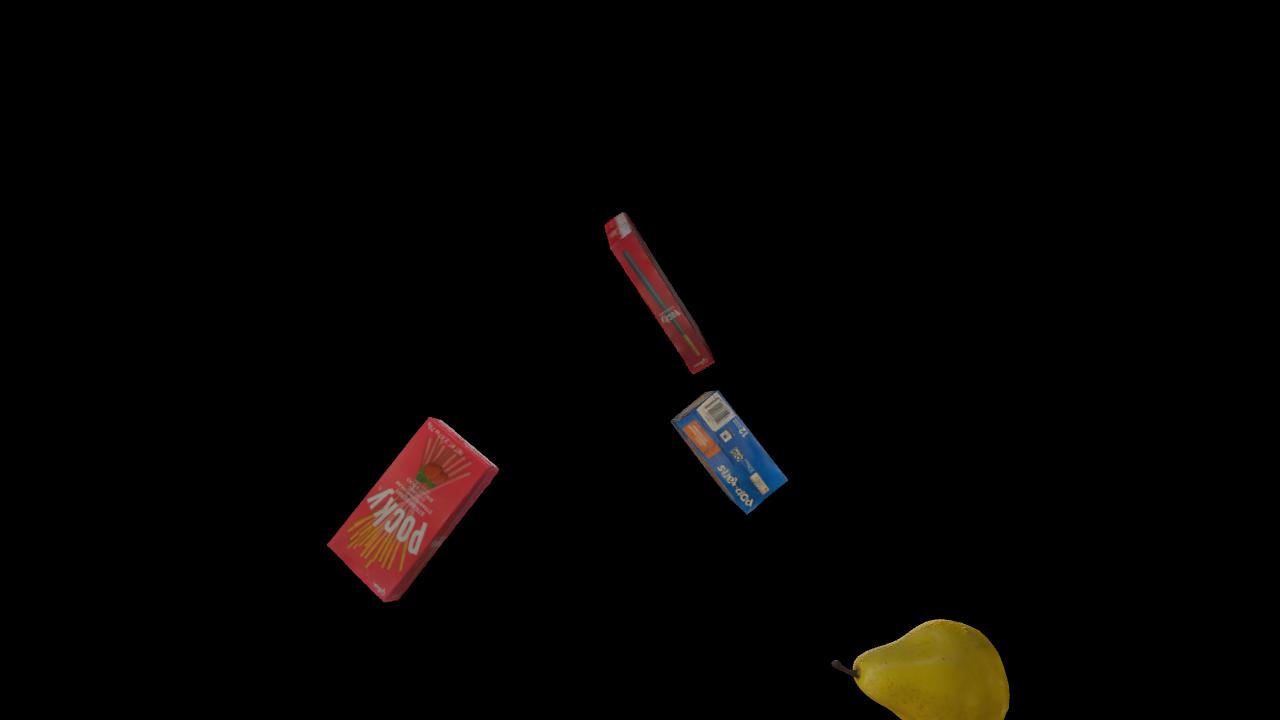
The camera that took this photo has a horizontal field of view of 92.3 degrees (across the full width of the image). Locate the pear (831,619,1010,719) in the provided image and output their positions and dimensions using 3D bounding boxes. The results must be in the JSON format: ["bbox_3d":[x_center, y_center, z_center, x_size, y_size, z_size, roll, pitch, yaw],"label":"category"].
[{"bbox_3d":[0.181,0.215,0.410,0.111,0.080,0.080,-2,0,-1],"label":"pear"}]

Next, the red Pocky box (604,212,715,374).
[{"bbox_3d":[0.019,-0.064,0.595,0.028,0.155,0.083,-31,25,8],"label":"red Pocky box"}]

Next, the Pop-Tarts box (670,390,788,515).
[{"bbox_3d":[0.131,0.137,0.949,0.083,0.167,0.141,-37,-2,-3],"label":"Pop-Tarts box"}]

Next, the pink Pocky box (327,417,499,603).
[{"bbox_3d":[-0.216,0.140,0.586,0.084,0.155,0.029,35,-7,17],"label":"pink Pocky box"}]
